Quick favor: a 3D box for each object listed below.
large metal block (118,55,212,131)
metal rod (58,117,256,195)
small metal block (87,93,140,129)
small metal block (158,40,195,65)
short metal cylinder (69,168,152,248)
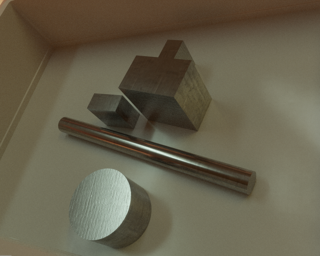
[{"bbox_3d":[0.009,-0.044,0.391,0.080,0.080,0.050,13,69,33],"label":"large metal block"},{"bbox_3d":[-0.027,0.026,0.402,0.300,0.025,0.025,14,69,33],"label":"metal rod"},{"bbox_3d":[-0.065,-0.023,0.436,0.050,0.050,0.025,7,66,31],"label":"small metal block"},{"bbox_3d":[0.021,-0.086,0.430,0.025,0.050,0.050,14,69,33],"label":"small metal block"},{"bbox_3d":[-0.057,0.094,0.361,0.080,0.050,0.080,-13,56,20],"label":"short metal cylinder"}]
